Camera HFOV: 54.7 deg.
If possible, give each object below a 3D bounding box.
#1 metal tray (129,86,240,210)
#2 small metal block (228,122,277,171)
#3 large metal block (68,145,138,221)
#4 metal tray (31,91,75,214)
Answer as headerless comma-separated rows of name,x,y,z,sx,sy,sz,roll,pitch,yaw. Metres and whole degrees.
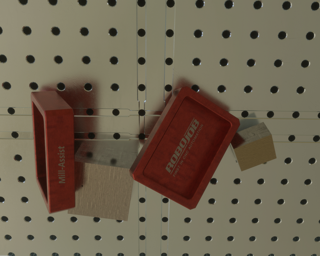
metal tray,0.032,0.024,0.392,0.090,0.030,0.130,31,83,-12
small metal block,0.124,0.026,0.416,0.050,0.025,0.050,-22,131,7
large metal block,-0.078,0.075,0.427,0.081,0.050,0.079,8,110,-4
metal tray,-0.134,0.027,0.385,0.030,0.090,0.129,-7,113,-30
